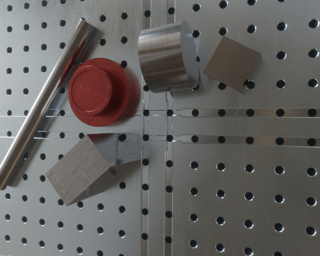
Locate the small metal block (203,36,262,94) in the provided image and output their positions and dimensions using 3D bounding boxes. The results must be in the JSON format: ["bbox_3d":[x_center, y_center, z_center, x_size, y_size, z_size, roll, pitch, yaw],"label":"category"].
[{"bbox_3d":[0.089,-0.077,0.381,0.050,0.025,0.050,32,100,17],"label":"small metal block"}]

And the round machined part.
[{"bbox_3d":[-0.088,-0.050,0.434,0.098,0.042,0.097,0,90,19],"label":"round machined part"}]

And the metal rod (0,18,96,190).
[{"bbox_3d":[-0.184,-0.029,0.477,0.025,0.025,0.299,36,101,16],"label":"metal rod"}]

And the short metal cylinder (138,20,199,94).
[{"bbox_3d":[0.013,-0.085,0.379,0.050,0.080,0.080,-6,88,20],"label":"short metal cylinder"}]

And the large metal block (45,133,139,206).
[{"bbox_3d":[-0.088,0.052,0.414,0.080,0.080,0.050,-42,77,15],"label":"large metal block"}]
